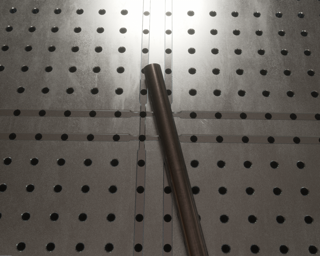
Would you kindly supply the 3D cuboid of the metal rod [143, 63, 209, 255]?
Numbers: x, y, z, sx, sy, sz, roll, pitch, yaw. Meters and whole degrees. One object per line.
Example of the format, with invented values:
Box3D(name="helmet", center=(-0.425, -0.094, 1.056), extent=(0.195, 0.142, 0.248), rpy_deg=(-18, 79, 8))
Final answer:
Box3D(name="metal rod", center=(0.021, 0.052, 0.393), extent=(0.025, 0.025, 0.299), rpy_deg=(-12, 70, -5))
